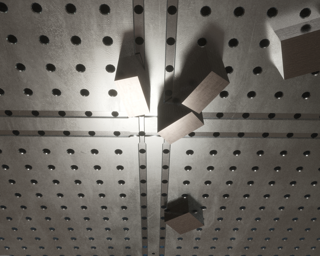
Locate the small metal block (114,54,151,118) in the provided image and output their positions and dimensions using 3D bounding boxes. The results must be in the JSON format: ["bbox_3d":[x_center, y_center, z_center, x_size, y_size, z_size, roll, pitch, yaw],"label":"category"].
[{"bbox_3d":[-0.030,-0.049,0.354,0.025,0.050,0.050,-11,130,8],"label":"small metal block"}]

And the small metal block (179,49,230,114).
[{"bbox_3d":[0.048,-0.053,0.351,0.025,0.050,0.050,28,124,-22],"label":"small metal block"}]

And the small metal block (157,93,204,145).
[{"bbox_3d":[0.024,-0.015,0.383,0.050,0.050,0.025,-32,123,24],"label":"small metal block"}]

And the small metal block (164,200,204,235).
[{"bbox_3d":[0.043,0.159,0.548,0.050,0.025,0.050,-29,125,22],"label":"small metal block"}]

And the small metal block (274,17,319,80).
[{"bbox_3d":[0.157,-0.087,0.340,0.050,0.025,0.050,-15,129,11],"label":"small metal block"}]
